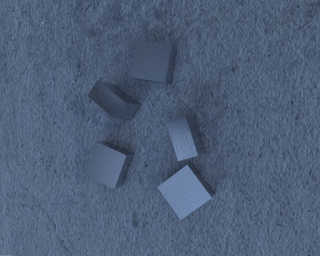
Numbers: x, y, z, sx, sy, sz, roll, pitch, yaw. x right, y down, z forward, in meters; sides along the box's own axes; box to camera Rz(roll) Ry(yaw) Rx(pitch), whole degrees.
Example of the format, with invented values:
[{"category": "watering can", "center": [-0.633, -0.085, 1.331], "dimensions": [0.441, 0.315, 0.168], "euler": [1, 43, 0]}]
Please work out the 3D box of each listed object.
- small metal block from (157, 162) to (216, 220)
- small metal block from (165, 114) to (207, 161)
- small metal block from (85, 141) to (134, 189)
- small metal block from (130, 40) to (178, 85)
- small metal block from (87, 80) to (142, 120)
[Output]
[{"category": "small metal block", "center": [0.034, 0.080, 0.397], "dimensions": [0.050, 0.025, 0.050], "euler": [-40, 78, 15]}, {"category": "small metal block", "center": [0.034, 0.012, 0.384], "dimensions": [0.025, 0.050, 0.050], "euler": [-19, 84, 19]}, {"category": "small metal block", "center": [-0.071, 0.051, 0.434], "dimensions": [0.050, 0.025, 0.050], "euler": [22, 97, 18]}, {"category": "small metal block", "center": [-0.008, -0.087, 0.412], "dimensions": [0.050, 0.025, 0.050], "euler": [11, 94, 19]}, {"category": "small metal block", "center": [-0.060, -0.037, 0.417], "dimensions": [0.050, 0.050, 0.025], "euler": [39, 103, 16]}]
